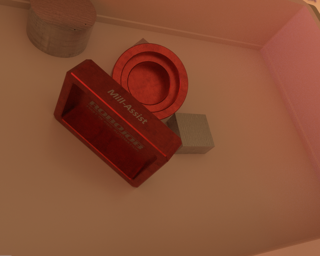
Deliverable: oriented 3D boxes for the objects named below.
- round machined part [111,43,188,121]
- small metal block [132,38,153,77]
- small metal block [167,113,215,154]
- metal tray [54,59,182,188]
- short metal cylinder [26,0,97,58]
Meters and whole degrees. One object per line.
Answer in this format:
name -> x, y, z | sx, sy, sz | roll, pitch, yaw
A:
round machined part -> -0.017, -0.057, 0.405 | 0.099, 0.042, 0.097 | 0, 88, -16
small metal block -> -0.024, -0.097, 0.454 | 0.050, 0.025, 0.050 | 40, 51, -1
small metal block -> 0.042, 0.008, 0.425 | 0.050, 0.025, 0.050 | 2, 61, -28
metal tray -> -0.051, 0.000, 0.337 | 0.130, 0.090, 0.030 | 41, 51, 0
short metal cylinder -> -0.129, -0.140, 0.406 | 0.081, 0.050, 0.080 | 14, 56, -21
